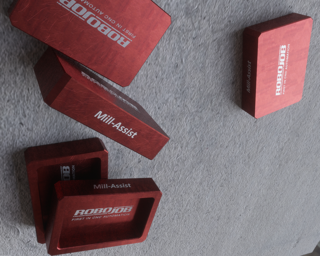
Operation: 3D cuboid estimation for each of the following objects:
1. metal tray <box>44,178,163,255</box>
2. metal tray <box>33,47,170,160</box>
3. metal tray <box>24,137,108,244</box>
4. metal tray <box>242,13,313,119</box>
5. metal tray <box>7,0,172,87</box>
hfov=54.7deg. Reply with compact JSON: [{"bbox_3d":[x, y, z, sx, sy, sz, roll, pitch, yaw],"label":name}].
[{"bbox_3d":[-0.070,0.110,0.393,0.131,0.030,0.089,4,117,-30],"label":"metal tray"},{"bbox_3d":[-0.058,-0.024,0.317,0.130,0.090,0.030,33,100,-38],"label":"metal tray"},{"bbox_3d":[-0.114,0.080,0.390,0.091,0.030,0.129,-8,122,-24],"label":"metal tray"},{"bbox_3d":[0.163,-0.086,0.439,0.091,0.030,0.129,-21,127,-16],"label":"metal tray"},{"bbox_3d":[-0.063,-0.108,0.302,0.131,0.030,0.090,27,103,-38],"label":"metal tray"}]
